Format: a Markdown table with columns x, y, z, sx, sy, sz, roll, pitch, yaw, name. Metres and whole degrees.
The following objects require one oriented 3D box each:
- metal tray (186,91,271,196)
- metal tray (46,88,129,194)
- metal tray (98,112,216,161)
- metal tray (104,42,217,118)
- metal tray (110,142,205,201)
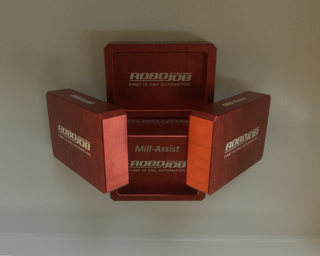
| x | y | z | sx | sy | sz | roll | pitch | yaw | name |
| --- | --- | --- | --- | --- | --- | --- | --- | --- | --- |
| 0.084 | 0.012 | 0.365 | 0.030 | 0.131 | 0.089 | 18 | 116 | 39 | metal tray |
| -0.088 | 0.010 | 0.363 | 0.030 | 0.130 | 0.089 | -17 | 116 | -39 | metal tray |
| -0.004 | 0.007 | 0.377 | 0.131 | 0.090 | 0.030 | 0 | 110 | -1 | metal tray |
| 0.001 | -0.060 | 0.384 | 0.131 | 0.030 | 0.089 | 0 | 111 | -1 | metal tray |
| -0.003 | 0.054 | 0.425 | 0.131 | 0.030 | 0.089 | 0 | 110 | -1 | metal tray |
